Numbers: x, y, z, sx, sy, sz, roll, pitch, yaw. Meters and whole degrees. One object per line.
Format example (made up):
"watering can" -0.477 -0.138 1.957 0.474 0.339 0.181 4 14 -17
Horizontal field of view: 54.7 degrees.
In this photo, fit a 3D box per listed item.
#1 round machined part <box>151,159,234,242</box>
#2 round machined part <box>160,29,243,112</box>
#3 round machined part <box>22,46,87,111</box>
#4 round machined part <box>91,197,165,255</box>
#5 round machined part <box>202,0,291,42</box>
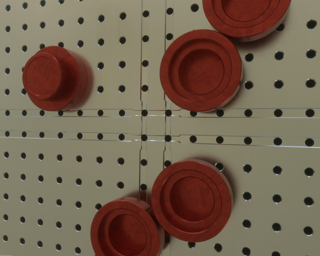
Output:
"round machined part" 0.042 0.087 0.388 0.098 0.042 0.097 0 90 19
"round machined part" 0.053 -0.068 0.384 0.098 0.042 0.097 0 90 19
"round machined part" -0.162 -0.074 0.459 0.098 0.042 0.097 0 90 19
"round machined part" -0.040 0.141 0.417 0.098 0.042 0.097 0 90 19
"round machined part" 0.103 -0.151 0.367 0.098 0.042 0.097 0 90 19
